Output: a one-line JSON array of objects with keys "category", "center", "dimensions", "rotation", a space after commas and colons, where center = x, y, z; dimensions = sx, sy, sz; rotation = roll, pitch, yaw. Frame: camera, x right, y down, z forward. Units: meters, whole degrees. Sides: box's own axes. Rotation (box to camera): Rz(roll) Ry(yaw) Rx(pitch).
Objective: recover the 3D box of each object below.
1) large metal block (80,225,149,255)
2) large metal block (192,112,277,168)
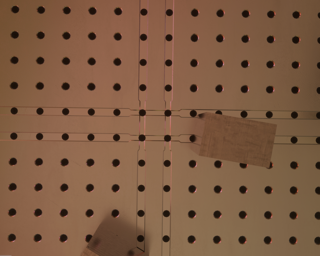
[{"category": "large metal block", "center": [-0.062, 0.175, 0.385], "dimensions": [0.080, 0.080, 0.050], "rotation": [32, 90, -1]}, {"category": "large metal block", "center": [0.087, 0.013, 0.387], "dimensions": [0.080, 0.080, 0.050], "rotation": [10, 90, -1]}]
